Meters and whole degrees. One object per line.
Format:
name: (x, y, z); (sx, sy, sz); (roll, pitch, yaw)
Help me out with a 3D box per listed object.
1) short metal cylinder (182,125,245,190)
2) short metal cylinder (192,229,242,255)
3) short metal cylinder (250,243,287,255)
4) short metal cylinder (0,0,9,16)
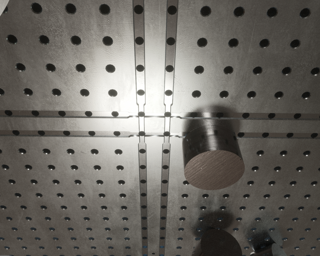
short metal cylinder: (0.072, 0.042, 0.432); (0.081, 0.050, 0.079); (0, 130, 0)
short metal cylinder: (0.106, 0.238, 0.580); (0.081, 0.080, 0.050); (11, 129, -10)
short metal cylinder: (0.224, 0.278, 0.616); (0.050, 0.080, 0.080); (-36, 122, 26)
short metal cylinder: (-0.156, -0.134, 0.259); (0.050, 0.080, 0.080); (24, 126, -19)
